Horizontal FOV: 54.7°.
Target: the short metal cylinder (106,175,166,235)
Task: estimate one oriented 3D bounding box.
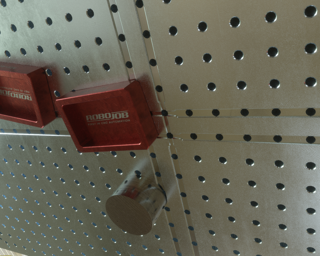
[{"bbox_3d":[-0.038,0.121,0.488,0.080,0.050,0.079,13,124,20],"label":"short metal cylinder"}]

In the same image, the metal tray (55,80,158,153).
[{"bbox_3d":[-0.076,-0.012,0.438,0.130,0.030,0.090,-5,116,30],"label":"metal tray"}]

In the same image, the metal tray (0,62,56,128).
[{"bbox_3d":[-0.235,-0.055,0.494,0.130,0.030,0.089,11,123,22],"label":"metal tray"}]
